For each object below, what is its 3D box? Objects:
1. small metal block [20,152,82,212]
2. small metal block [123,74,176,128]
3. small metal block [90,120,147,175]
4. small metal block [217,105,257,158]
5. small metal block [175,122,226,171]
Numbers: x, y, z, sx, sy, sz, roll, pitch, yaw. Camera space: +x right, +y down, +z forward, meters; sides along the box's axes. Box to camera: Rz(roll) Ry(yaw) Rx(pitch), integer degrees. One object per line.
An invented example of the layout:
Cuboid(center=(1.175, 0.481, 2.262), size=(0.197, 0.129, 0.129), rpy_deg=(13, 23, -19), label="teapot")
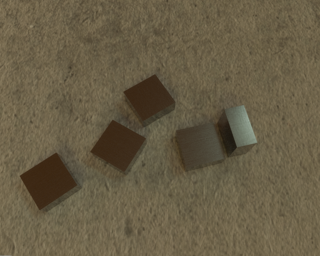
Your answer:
Cuboid(center=(-0.134, 0.067, 0.382), size=(0.050, 0.025, 0.050), rpy_deg=(-34, 74, -12), label="small metal block")
Cuboid(center=(-0.014, -0.037, 0.421), size=(0.050, 0.025, 0.050), rpy_deg=(-31, 73, -11), label="small metal block")
Cuboid(center=(-0.052, 0.025, 0.398), size=(0.050, 0.025, 0.050), rpy_deg=(29, 72, 9), label="small metal block")
Cuboid(center=(0.096, 0.006, 0.394), size=(0.025, 0.050, 0.050), rpy_deg=(-12, 71, -5), label="small metal block")
Cuboid(center=(0.051, 0.025, 0.400), size=(0.050, 0.025, 0.050), rpy_deg=(-13, 71, -5), label="small metal block")
